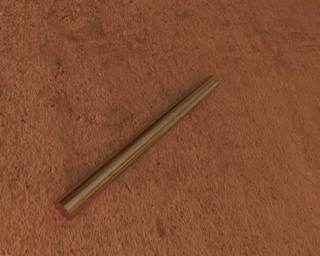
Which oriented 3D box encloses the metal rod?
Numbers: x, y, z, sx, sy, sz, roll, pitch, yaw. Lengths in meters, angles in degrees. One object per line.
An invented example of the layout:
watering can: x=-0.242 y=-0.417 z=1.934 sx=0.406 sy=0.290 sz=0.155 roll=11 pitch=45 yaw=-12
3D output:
metal rod: x=-0.007 y=0.005 z=0.399 sx=0.025 sy=0.025 sz=0.302 roll=46 pitch=51 yaw=4
